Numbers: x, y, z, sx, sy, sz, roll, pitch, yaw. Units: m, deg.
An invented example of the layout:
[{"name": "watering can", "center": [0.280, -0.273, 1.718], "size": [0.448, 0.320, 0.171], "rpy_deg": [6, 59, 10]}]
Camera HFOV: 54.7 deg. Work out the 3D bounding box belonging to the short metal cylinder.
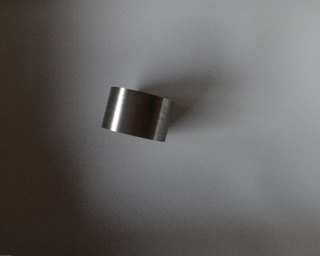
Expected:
[{"name": "short metal cylinder", "center": [-0.027, -0.016, 0.384], "size": [0.080, 0.080, 0.050], "rpy_deg": [13, 90, -1]}]
